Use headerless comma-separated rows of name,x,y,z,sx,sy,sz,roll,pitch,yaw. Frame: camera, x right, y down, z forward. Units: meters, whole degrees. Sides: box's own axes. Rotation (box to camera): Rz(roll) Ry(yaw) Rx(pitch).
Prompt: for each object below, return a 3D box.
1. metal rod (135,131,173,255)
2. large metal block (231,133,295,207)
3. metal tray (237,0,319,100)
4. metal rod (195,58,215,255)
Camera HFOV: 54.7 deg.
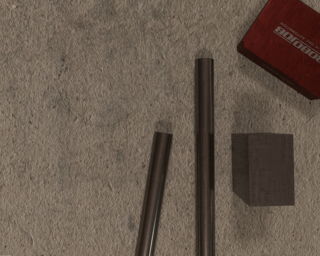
metal rod,-0.018,0.154,0.409,0.025,0.025,0.298,9,90,-1
large metal block,0.124,0.047,0.384,0.050,0.080,0.079,-1,90,0
metal tray,0.182,-0.108,0.410,0.130,0.030,0.090,34,90,-1
metal rod,0.060,0.059,0.410,0.025,0.025,0.298,0,90,-1
